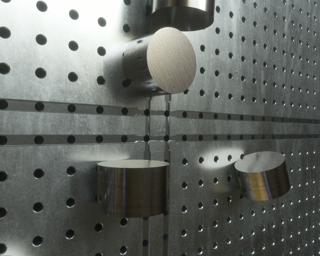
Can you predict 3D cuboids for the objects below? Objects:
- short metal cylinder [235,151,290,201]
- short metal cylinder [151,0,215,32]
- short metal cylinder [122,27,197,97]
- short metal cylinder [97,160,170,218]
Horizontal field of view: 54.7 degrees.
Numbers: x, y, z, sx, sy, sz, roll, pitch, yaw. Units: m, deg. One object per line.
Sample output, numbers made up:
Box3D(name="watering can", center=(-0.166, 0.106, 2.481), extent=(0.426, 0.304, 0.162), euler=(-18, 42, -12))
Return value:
Box3D(name="short metal cylinder", center=(0.170, 0.078, 0.516), extent=(0.081, 0.080, 0.050), euler=(-27, 107, -37))
Box3D(name="short metal cylinder", center=(0.030, -0.163, 0.398), extent=(0.081, 0.080, 0.050), euler=(6, 86, -40))
Box3D(name="short metal cylinder", center=(0.000, -0.081, 0.392), extent=(0.081, 0.050, 0.079), euler=(0, 90, -40))
Box3D(name="short metal cylinder", center=(-0.030, 0.065, 0.348), extent=(0.081, 0.080, 0.050), euler=(1, 90, -40))
